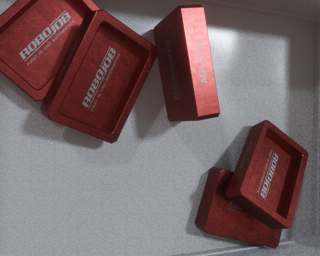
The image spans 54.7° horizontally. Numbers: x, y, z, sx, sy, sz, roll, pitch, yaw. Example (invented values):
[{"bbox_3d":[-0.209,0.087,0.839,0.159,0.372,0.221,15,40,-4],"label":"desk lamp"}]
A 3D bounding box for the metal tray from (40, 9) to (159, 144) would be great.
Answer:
[{"bbox_3d":[-0.067,-0.057,0.361,0.090,0.030,0.130,27,87,-37],"label":"metal tray"}]

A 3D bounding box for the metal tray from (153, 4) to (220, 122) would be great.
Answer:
[{"bbox_3d":[0.030,-0.074,0.388,0.030,0.090,0.129,-11,94,-20],"label":"metal tray"}]

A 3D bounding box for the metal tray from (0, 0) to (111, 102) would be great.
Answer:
[{"bbox_3d":[-0.129,-0.105,0.357,0.090,0.030,0.130,44,76,-18],"label":"metal tray"}]

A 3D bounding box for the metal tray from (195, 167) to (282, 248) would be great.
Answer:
[{"bbox_3d":[0.124,0.117,0.456,0.131,0.030,0.090,19,84,-20],"label":"metal tray"}]

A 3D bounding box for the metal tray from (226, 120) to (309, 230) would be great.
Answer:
[{"bbox_3d":[0.156,0.064,0.439,0.090,0.030,0.130,37,58,-10],"label":"metal tray"}]
